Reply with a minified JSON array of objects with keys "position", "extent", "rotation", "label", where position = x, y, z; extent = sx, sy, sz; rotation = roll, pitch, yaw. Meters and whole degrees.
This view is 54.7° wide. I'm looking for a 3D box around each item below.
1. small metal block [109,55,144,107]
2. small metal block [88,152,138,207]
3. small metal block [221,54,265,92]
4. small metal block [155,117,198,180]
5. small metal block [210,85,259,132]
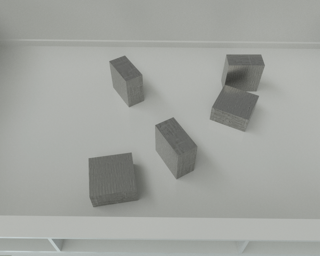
[{"position":[-0.047,-0.067,0.444],"extent":[0.025,0.050,0.050],"rotation":[-26,55,-20],"label":"small metal block"},{"position":[-0.054,0.059,0.355],"extent":[0.050,0.025,0.050],"rotation":[-7,50,-6],"label":"small metal block"},{"position":[0.121,-0.081,0.457],"extent":[0.050,0.050,0.025],"rotation":[0,50,0],"label":"small metal block"},{"position":[0.018,0.024,0.368],"extent":[0.025,0.050,0.050],"rotation":[-24,54,-19],"label":"small metal block"},{"position":[0.103,-0.028,0.429],"extent":[0.050,0.025,0.050],"rotation":[21,53,17],"label":"small metal block"}]
